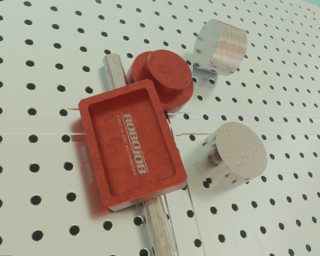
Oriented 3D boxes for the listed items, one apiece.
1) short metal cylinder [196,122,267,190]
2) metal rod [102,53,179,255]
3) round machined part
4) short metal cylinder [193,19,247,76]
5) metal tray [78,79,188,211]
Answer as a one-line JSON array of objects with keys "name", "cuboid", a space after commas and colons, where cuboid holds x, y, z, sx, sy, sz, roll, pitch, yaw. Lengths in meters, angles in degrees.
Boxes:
[{"name": "short metal cylinder", "cuboid": [0.096, 0.038, 0.420, 0.081, 0.050, 0.080, 14, 56, -21]}, {"name": "metal rod", "cuboid": [-0.025, 0.036, 0.372, 0.025, 0.025, 0.299, -4, 64, -30]}, {"name": "round machined part", "cuboid": [0.006, -0.073, 0.445, 0.099, 0.042, 0.098, 14, 56, -21]}, {"name": "short metal cylinder", "cuboid": [0.096, -0.129, 0.503, 0.050, 0.080, 0.080, 11, 57, -22]}, {"name": "metal tray", "cuboid": [-0.032, 0.016, 0.349, 0.091, 0.030, 0.130, -18, 67, -3]}]
